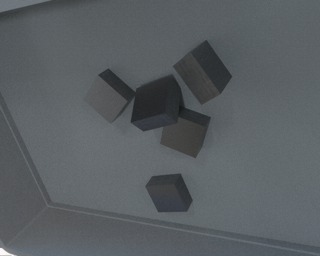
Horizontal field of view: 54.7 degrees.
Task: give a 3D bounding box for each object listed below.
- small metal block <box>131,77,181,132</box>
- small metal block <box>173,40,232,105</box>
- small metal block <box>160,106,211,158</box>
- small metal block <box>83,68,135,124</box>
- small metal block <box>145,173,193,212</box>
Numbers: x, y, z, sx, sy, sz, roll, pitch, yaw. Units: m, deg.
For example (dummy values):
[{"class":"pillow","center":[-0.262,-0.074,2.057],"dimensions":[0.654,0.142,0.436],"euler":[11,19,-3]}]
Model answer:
[{"class":"small metal block","center":[-0.005,-0.028,0.373],"dimensions":[0.050,0.050,0.025],"euler":[-14,146,33]},{"class":"small metal block","center":[0.047,-0.060,0.330],"dimensions":[0.025,0.050,0.050],"euler":[-30,102,37]},{"class":"small metal block","center":[0.032,0.004,0.393],"dimensions":[0.050,0.025,0.050],"euler":[21,127,15]},{"class":"small metal block","center":[-0.068,-0.042,0.417],"dimensions":[0.050,0.025,0.050],"euler":[42,129,-1]},{"class":"small metal block","center":[0.014,0.097,0.460],"dimensions":[0.050,0.025,0.050],"euler":[-11,113,32]}]
